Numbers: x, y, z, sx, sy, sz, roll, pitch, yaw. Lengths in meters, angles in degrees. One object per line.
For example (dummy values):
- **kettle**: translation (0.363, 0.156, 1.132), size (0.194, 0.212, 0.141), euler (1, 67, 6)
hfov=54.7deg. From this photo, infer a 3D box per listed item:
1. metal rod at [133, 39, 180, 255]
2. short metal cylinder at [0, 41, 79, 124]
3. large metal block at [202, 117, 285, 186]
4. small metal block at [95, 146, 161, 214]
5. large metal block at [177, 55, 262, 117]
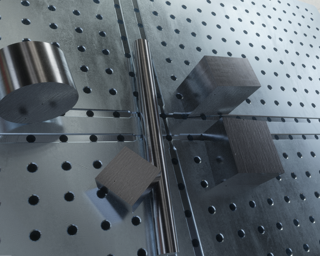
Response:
- **metal rod**: translation (-0.010, 0.004, 0.401), size (0.025, 0.025, 0.299), euler (6, 59, -26)
- **short metal cylinder**: translation (-0.134, -0.046, 0.330), size (0.081, 0.080, 0.050), euler (-10, 67, -33)
- **large metal block**: translation (0.115, 0.034, 0.435), size (0.081, 0.050, 0.080), euler (4, 60, -27)
- **small metal block**: translation (-0.034, 0.056, 0.341), size (0.050, 0.025, 0.050), euler (33, 61, 16)
- **large metal block**: translation (0.085, -0.060, 0.457), size (0.081, 0.080, 0.050), euler (-4, 64, -31)
